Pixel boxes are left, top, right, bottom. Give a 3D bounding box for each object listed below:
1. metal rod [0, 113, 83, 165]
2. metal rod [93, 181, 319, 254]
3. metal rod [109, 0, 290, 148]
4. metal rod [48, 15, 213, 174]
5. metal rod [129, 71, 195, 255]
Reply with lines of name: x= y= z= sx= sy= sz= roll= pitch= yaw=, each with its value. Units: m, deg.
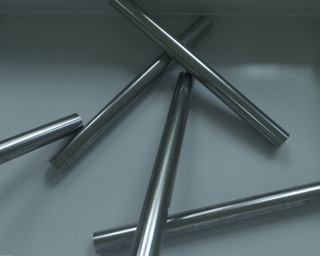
metal rod: x=-0.214 y=0.045 z=0.318 sx=0.302 sy=0.025 sz=0.025 roll=-27 pitch=70 yaw=-39
metal rod: x=0.073 y=0.103 z=0.372 sx=0.302 sy=0.025 sz=0.025 roll=-12 pitch=71 yaw=-5
metal rod: x=0.049 y=-0.083 z=0.418 sx=0.300 sy=0.025 sz=0.025 roll=42 pitch=75 yaw=5
metal rod: x=-0.031 y=-0.056 z=0.429 sx=0.025 sy=0.025 sz=0.301 roll=40 pitch=75 yaw=13
metal rod: x=0.008 y=0.032 z=0.331 sx=0.025 sy=0.025 sz=0.300 roll=12 pitch=45 yaw=4
